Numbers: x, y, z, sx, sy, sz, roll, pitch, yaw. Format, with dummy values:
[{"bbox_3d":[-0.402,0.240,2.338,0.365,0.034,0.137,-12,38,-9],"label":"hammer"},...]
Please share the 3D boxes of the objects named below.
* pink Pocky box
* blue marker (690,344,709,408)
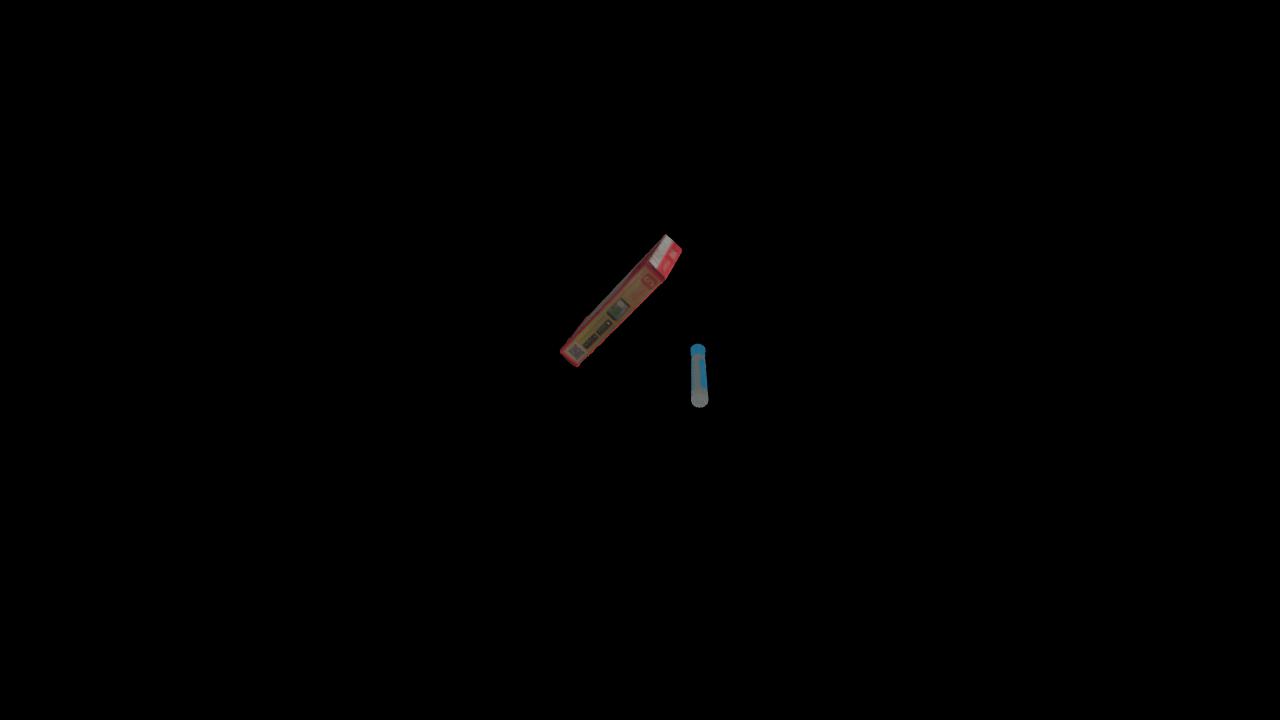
[{"bbox_3d":[-0.021,-0.063,0.662,0.155,0.029,0.084,-42,10,32],"label":"pink Pocky box"},{"bbox_3d":[0.068,0.014,0.712,0.020,0.020,0.121,0,29,4],"label":"blue marker"}]
